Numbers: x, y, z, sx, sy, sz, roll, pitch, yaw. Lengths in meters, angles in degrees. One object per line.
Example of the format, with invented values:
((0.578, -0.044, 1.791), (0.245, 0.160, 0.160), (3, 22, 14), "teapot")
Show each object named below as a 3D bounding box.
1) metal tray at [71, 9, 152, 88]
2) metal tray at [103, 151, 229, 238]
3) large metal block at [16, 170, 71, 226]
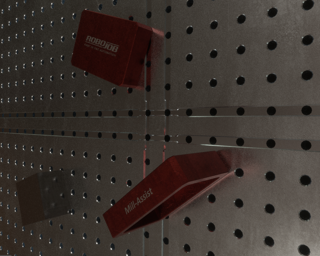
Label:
((-0.078, -0.122, 0.468), (0.130, 0.030, 0.089), (27, 107, 36), "metal tray")
((0.006, 0.077, 0.360), (0.129, 0.091, 0.030), (-44, 64, 31), "metal tray")
((-0.214, 0.128, 0.566), (0.080, 0.050, 0.080), (-24, 75, 37), "large metal block")
